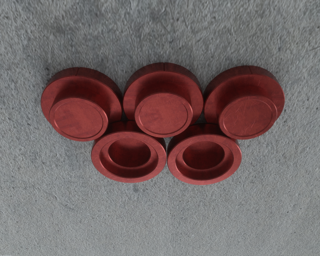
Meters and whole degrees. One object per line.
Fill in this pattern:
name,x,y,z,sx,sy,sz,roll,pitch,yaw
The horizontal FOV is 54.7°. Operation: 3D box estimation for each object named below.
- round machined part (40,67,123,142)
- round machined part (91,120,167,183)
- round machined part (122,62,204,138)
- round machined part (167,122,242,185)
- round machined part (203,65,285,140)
round machined part,-0.095,-0.022,0.378,0.099,0.042,0.097,-1,130,0
round machined part,-0.041,0.027,0.420,0.099,0.042,0.097,-1,130,0
round machined part,0.004,-0.027,0.375,0.099,0.042,0.097,-1,130,0
round machined part,0.058,0.031,0.425,0.099,0.042,0.097,-1,130,0
round machined part,0.103,-0.024,0.379,0.099,0.042,0.097,-1,130,0
